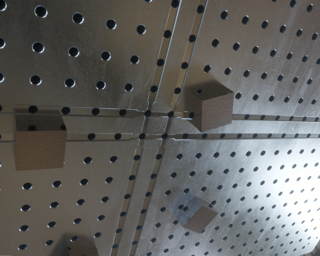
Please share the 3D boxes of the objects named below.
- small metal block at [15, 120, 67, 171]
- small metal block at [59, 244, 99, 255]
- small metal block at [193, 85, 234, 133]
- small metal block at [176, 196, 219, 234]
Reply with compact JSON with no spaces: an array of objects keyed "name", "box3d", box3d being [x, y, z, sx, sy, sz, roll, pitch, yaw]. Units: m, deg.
[{"name":"small metal block","box3d":[-0.135,0.019,0.349,0.050,0.025,0.050,-1,119,-28]},{"name":"small metal block","box3d":[-0.127,0.206,0.468,0.050,0.025,0.050,24,105,-37]},{"name":"small metal block","box3d":[0.074,-0.027,0.434,0.050,0.025,0.050,-16,125,-19]},{"name":"small metal block","box3d":[0.065,0.152,0.539,0.050,0.025,0.050,33,100,-38]}]
